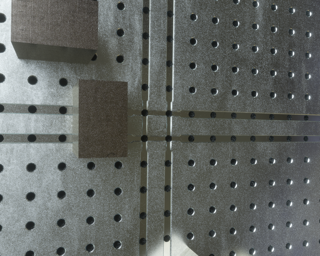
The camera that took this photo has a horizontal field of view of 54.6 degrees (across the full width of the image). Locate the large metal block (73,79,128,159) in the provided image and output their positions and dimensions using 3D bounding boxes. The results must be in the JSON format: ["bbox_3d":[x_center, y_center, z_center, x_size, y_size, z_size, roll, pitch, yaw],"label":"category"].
[{"bbox_3d":[-0.072,-0.009,0.357,0.050,0.080,0.080,0,90,-20],"label":"large metal block"}]

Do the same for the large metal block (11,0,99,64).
[{"bbox_3d":[-0.115,-0.106,0.341,0.081,0.080,0.050,1,90,-20],"label":"large metal block"}]

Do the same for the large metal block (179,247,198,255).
[{"bbox_3d":[0.042,0.225,0.415,0.080,0.050,0.080,-40,103,-16],"label":"large metal block"}]
